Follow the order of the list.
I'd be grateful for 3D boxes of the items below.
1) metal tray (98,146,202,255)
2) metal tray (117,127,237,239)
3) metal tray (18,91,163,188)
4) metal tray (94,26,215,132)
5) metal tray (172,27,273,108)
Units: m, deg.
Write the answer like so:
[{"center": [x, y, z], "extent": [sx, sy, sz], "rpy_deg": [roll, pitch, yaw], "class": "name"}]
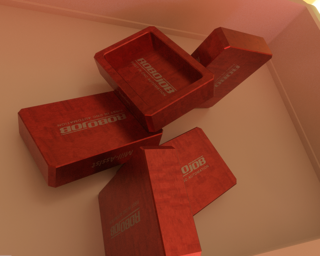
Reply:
[{"center": [-0.019, 0.082, 0.279], "extent": [0.030, 0.129, 0.090], "rpy_deg": [1, 61, -28], "class": "metal tray"}, {"center": [0.024, 0.061, 0.379], "extent": [0.131, 0.030, 0.090], "rpy_deg": [-24, 75, -37], "class": "metal tray"}, {"center": [-0.074, 0.004, 0.341], "extent": [0.131, 0.030, 0.090], "rpy_deg": [-17, 49, -35], "class": "metal tray"}, {"center": [-0.009, -0.064, 0.370], "extent": [0.090, 0.030, 0.130], "rpy_deg": [-31, 55, -15], "class": "metal tray"}, {"center": [0.072, -0.074, 0.418], "extent": [0.091, 0.129, 0.030], "rpy_deg": [-2, 63, -37], "class": "metal tray"}]
